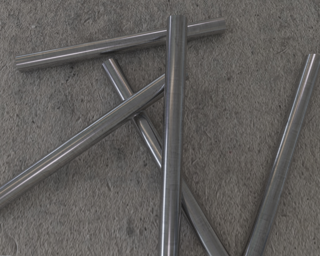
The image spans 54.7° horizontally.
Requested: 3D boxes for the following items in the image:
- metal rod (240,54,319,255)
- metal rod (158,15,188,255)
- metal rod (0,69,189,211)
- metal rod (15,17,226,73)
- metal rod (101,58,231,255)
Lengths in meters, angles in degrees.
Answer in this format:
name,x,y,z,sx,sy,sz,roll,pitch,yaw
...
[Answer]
name,x,y,z,sx,sy,sz,roll,pitch,yaw
metal rod,0.160,0.030,0.397,0.025,0.025,0.300,23,71,8
metal rod,0.015,0.017,0.362,0.025,0.025,0.298,2,85,1
metal rod,-0.092,0.014,0.384,0.301,0.025,0.025,-35,74,-5
metal rod,-0.053,-0.122,0.452,0.302,0.025,0.025,-12,71,-5
metal rod,0.000,0.033,0.395,0.025,0.025,0.299,-27,72,-10
